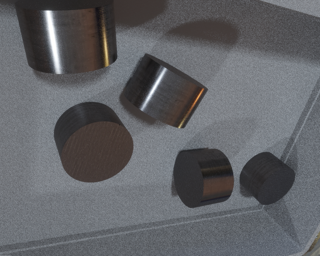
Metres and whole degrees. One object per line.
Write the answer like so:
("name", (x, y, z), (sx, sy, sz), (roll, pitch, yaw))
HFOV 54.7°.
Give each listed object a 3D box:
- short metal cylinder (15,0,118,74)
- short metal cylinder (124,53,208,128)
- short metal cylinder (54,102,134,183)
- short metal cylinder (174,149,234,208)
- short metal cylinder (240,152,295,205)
("short metal cylinder", (-0.080, -0.086, 0.276), (0.081, 0.080, 0.050), (-13, 124, -21))
("short metal cylinder", (0.007, -0.042, 0.350), (0.080, 0.080, 0.050), (20, 108, -36))
("short metal cylinder", (-0.077, 0.016, 0.360), (0.081, 0.050, 0.079), (-14, 124, -21))
("short metal cylinder", (0.061, 0.072, 0.451), (0.050, 0.080, 0.079), (-4, 120, -27))
("short metal cylinder", (0.191, 0.089, 0.552), (0.081, 0.050, 0.079), (-14, 124, -21))
